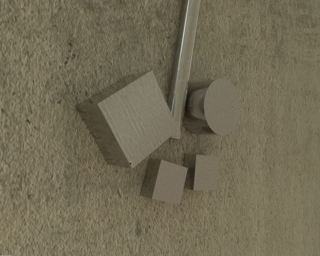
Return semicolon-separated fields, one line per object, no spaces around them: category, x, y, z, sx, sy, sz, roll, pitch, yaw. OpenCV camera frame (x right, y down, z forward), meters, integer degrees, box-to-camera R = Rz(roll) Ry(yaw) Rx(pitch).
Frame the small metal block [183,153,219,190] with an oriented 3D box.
small metal block;0.060;0.065;0.458;0.050;0.025;0.050;9;84;-40

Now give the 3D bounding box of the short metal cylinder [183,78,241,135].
short metal cylinder;0.072;-0.030;0.452;0.081;0.050;0.079;0;90;-40

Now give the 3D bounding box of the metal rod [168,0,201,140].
metal rod;0.038;-0.132;0.438;0.025;0.025;0.298;15;80;-39

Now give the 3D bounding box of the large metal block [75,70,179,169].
large metal block;-0.036;-0.011;0.360;0.080;0.050;0.080;-39;114;-33

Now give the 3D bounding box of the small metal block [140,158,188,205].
small metal block;0.006;0.071;0.412;0.050;0.025;0.050;22;76;-38
